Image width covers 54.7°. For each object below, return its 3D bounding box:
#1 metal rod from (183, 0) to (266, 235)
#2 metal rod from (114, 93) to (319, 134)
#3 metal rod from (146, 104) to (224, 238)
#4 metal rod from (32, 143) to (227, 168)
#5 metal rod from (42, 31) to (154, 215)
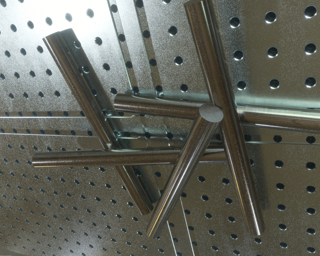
[{"bbox_3d":[0.080,0.010,0.342,0.025,0.025,0.299,-4,123,29],"label":"metal rod"},{"bbox_3d":[0.082,-0.017,0.356,0.301,0.025,0.025,7,122,24],"label":"metal rod"},{"bbox_3d":[0.019,0.080,0.414,0.025,0.025,0.298,29,139,9],"label":"metal rod"},{"bbox_3d":[-0.049,0.040,0.432,0.301,0.025,0.025,-4,117,20],"label":"metal rod"},{"bbox_3d":[-0.083,0.005,0.455,0.025,0.025,0.299,-13,112,33],"label":"metal rod"}]
